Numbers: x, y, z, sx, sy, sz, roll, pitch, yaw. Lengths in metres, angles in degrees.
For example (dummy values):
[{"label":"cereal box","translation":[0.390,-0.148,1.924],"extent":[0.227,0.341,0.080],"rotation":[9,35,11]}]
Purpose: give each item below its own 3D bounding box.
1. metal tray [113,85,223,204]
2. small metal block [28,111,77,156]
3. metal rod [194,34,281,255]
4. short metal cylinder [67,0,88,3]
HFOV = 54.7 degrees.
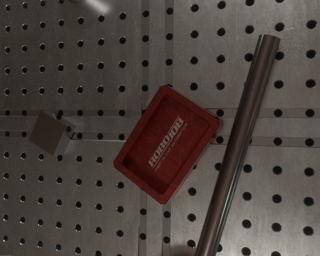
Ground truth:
[{"label":"metal tray","translation":[0.009,0.021,0.405],"extent":[0.090,0.030,0.129],"rotation":[36,101,16]},{"label":"small metal block","translation":[-0.163,0.007,0.468],"extent":[0.050,0.025,0.050],"rotation":[28,99,17]},{"label":"metal rod","translation":[0.091,0.037,0.380],"extent":[0.025,0.025,0.298],"rotation":[17,95,19]},{"label":"short metal cylinder","translation":[-0.128,-0.228,0.443],"extent":[0.080,0.050,0.079],"rotation":[0,90,19]}]
